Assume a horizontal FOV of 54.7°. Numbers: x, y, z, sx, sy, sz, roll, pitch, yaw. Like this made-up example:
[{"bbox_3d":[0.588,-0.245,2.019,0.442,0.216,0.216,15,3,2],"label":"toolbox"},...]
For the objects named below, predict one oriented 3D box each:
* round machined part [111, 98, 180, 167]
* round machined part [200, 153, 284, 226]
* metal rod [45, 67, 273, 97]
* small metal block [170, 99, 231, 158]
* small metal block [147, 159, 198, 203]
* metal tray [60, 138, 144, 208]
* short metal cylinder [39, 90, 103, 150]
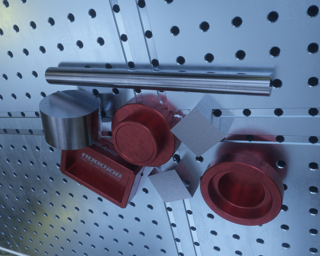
[{"bbox_3d":[-0.025,0.012,0.420,0.098,0.042,0.097,12,121,22],"label":"round machined part"},{"bbox_3d":[0.104,0.072,0.390,0.098,0.042,0.097,13,124,21],"label":"round machined part"},{"bbox_3d":[-0.021,-0.060,0.384,0.301,0.025,0.025,6,121,24],"label":"metal rod"},{"bbox_3d":[0.050,0.001,0.386,0.050,0.025,0.050,44,129,-2],"label":"small metal block"},{"bbox_3d":[0.019,0.078,0.450,0.050,0.025,0.050,-21,108,36],"label":"small metal block"},{"bbox_3d":[-0.096,0.063,0.497,0.130,0.030,0.089,27,128,11],"label":"metal tray"},{"bbox_3d":[-0.122,-0.013,0.432,0.080,0.080,0.050,16,125,19],"label":"short metal cylinder"}]
